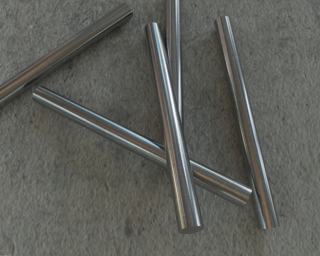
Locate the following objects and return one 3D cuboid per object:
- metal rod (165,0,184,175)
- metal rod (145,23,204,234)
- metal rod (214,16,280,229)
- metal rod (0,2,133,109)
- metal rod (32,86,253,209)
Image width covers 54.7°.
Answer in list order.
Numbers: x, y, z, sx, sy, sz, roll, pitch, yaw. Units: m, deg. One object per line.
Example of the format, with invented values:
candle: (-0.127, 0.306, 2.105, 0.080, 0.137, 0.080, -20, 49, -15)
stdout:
metal rod: (0.020, -0.083, 0.438, 0.025, 0.025, 0.299, 0, 70, 0)
metal rod: (0.010, -0.025, 0.379, 0.025, 0.025, 0.299, -7, 56, -3)
metal rod: (0.112, -0.021, 0.417, 0.025, 0.025, 0.299, -6, 70, -3)
metal rod: (-0.162, -0.088, 0.438, 0.301, 0.025, 0.025, -39, 75, -14)
metal rod: (-0.034, 0.016, 0.382, 0.301, 0.025, 0.025, 25, 72, 16)
